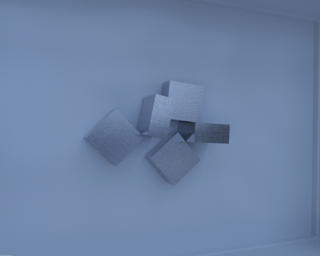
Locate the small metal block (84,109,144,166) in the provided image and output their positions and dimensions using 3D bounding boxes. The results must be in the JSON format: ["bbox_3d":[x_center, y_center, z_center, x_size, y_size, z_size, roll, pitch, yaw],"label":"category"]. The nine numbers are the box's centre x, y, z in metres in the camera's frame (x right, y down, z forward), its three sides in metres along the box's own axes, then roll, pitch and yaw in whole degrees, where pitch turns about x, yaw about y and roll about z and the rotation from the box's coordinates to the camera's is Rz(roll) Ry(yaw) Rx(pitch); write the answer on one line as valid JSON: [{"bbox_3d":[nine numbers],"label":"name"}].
[{"bbox_3d":[-0.058,0.012,0.388,0.050,0.025,0.050,-47,105,-14],"label":"small metal block"}]

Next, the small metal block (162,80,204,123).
[{"bbox_3d":[0.029,-0.034,0.421,0.050,0.025,0.050,7,88,-20],"label":"small metal block"}]

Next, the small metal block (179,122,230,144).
[{"bbox_3d":[0.058,0.007,0.418,0.050,0.050,0.025,3,89,-20],"label":"small metal block"}]

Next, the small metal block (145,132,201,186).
[{"bbox_3d":[0.017,0.041,0.416,0.050,0.025,0.050,-43,104,-15],"label":"small metal block"}]

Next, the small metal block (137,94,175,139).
[{"bbox_3d":[-0.007,-0.014,0.393,0.025,0.050,0.050,13,86,-20],"label":"small metal block"}]
